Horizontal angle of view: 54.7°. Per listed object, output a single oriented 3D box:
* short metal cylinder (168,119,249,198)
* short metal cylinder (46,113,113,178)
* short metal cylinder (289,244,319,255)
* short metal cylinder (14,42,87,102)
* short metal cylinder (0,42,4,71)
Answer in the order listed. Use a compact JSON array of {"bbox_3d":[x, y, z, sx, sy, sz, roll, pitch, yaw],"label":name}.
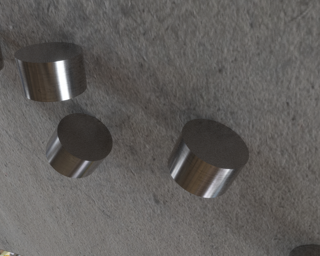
[{"bbox_3d":[0.055,0.034,0.362,0.080,0.080,0.050,29,128,9],"label":"short metal cylinder"},{"bbox_3d":[-0.116,0.025,0.446,0.080,0.080,0.050,42,129,-1],"label":"short metal cylinder"},{"bbox_3d":[0.208,0.201,0.405,0.080,0.050,0.079,13,124,20],"label":"short metal cylinder"},{"bbox_3d":[-0.137,-0.074,0.396,0.080,0.080,0.050,14,124,20],"label":"short metal cylinder"},{"bbox_3d":[-0.272,-0.111,0.443,0.080,0.080,0.050,19,126,17],"label":"short metal cylinder"}]
